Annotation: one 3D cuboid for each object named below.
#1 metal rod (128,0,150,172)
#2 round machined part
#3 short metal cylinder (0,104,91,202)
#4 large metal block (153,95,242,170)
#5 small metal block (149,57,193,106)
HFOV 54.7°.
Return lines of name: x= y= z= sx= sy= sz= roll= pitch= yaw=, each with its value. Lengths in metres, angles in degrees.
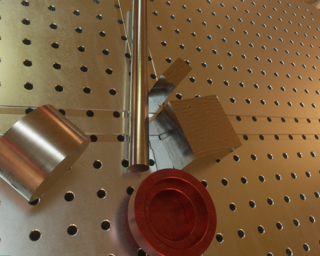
metal rod: x=-0.029 y=-0.081 z=0.443 sx=0.025 sy=0.025 sz=0.299 roll=12 pitch=57 yaw=-22
round machined part: x=0.010 y=0.098 z=0.344 sx=0.099 sy=0.042 sz=0.098 roll=14 pitch=56 yaw=-21
short metal cylinder: x=-0.113 y=0.024 z=0.298 sx=0.050 sy=0.080 sz=0.080 roll=41 pitch=51 yaw=-1
large metal block: x=0.049 y=0.006 z=0.417 sx=0.081 sy=0.050 sz=0.080 roll=-11 pitch=68 yaw=-33
small metal block: x=0.014 y=-0.066 z=0.441 sx=0.025 sy=0.050 sz=0.050 roll=41 pitch=51 yaw=-1
